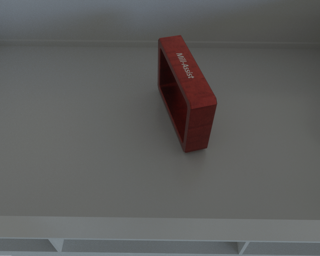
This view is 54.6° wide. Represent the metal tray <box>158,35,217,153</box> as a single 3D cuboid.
[{"bbox_3d":[0.029,-0.045,0.398,0.030,0.090,0.130,-12,51,-11],"label":"metal tray"}]
